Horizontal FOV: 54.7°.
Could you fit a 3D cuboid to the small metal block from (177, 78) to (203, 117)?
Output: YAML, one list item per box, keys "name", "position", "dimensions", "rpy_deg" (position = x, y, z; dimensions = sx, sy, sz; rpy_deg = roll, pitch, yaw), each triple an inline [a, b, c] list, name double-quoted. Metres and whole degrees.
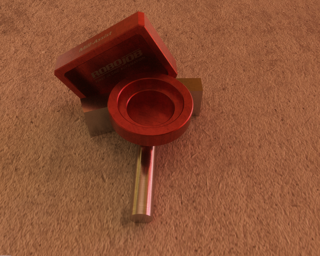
- name: "small metal block"
  position: [0.030, -0.041, 0.423]
  dimensions: [0.050, 0.050, 0.025]
  rpy_deg: [-1, 50, -2]

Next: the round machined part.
- name: "round machined part"
  position: [-0.011, -0.018, 0.373]
  dimensions: [0.099, 0.042, 0.098]
  rpy_deg: [2, 53, -2]

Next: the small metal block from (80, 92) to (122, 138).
- name: "small metal block"
  position: [-0.072, -0.018, 0.402]
  dimensions: [0.050, 0.050, 0.025]
  rpy_deg: [-15, 52, -13]

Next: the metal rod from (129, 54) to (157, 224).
- name: "metal rod"
  position: [-0.014, -0.019, 0.421]
  dimensions: [0.025, 0.025, 0.300]
  rpy_deg: [2, 50, 1]

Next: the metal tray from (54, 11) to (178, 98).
- name: "metal tray"
  position: [-0.055, -0.078, 0.397]
  dimensions: [0.130, 0.090, 0.030]
  rpy_deg: [-23, 46, 19]
